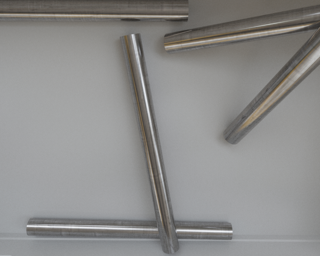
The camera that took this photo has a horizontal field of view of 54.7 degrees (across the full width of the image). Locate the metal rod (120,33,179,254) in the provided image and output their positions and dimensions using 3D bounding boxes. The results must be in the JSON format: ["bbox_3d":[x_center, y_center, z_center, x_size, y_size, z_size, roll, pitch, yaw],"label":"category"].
[{"bbox_3d":[-0.010,0.031,0.408,0.025,0.025,0.298,-9,105,3],"label":"metal rod"}]

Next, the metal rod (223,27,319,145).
[{"bbox_3d":[0.149,-0.072,0.307,0.025,0.025,0.298,23,139,-8],"label":"metal rod"}]

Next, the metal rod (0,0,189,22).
[{"bbox_3d":[-0.119,-0.136,0.359,0.302,0.025,0.025,0,110,0],"label":"metal rod"}]

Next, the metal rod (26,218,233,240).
[{"bbox_3d":[-0.044,0.152,0.466,0.302,0.025,0.025,2,110,-1],"label":"metal rod"}]

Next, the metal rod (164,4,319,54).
[{"bbox_3d":[0.145,-0.108,0.310,0.300,0.025,0.025,-2,112,26],"label":"metal rod"}]
